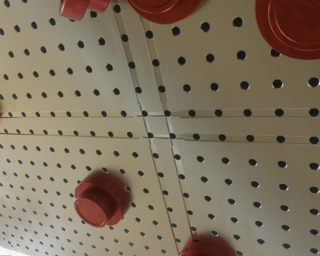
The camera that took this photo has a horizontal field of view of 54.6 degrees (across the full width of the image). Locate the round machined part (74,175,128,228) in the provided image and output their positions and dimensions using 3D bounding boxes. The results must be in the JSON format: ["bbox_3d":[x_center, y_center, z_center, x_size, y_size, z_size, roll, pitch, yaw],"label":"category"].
[{"bbox_3d":[-0.110,0.135,0.542,0.098,0.042,0.097,13,124,21],"label":"round machined part"}]

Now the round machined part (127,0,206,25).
[{"bbox_3d":[0.000,-0.152,0.306,0.098,0.042,0.097,13,124,21],"label":"round machined part"}]

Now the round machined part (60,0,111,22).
[{"bbox_3d":[-0.071,-0.158,0.318,0.042,0.098,0.097,11,134,-25],"label":"round machined part"}]

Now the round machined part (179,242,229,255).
[{"bbox_3d":[0.074,0.239,0.509,0.098,0.042,0.097,13,124,21],"label":"round machined part"}]

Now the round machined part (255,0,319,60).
[{"bbox_3d":[0.132,-0.105,0.266,0.098,0.042,0.097,13,124,21],"label":"round machined part"}]
